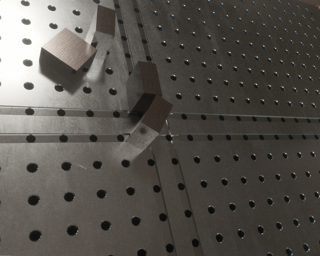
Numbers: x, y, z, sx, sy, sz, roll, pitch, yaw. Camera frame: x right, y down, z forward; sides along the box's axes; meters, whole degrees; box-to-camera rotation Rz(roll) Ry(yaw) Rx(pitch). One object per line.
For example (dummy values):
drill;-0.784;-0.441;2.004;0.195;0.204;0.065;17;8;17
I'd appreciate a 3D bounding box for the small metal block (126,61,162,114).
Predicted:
small metal block;-0.023;-0.052;0.413;0.025;0.050;0.050;4;60;-27

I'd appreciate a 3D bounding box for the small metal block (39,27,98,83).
small metal block;-0.119;-0.096;0.403;0.050;0.025;0.050;35;51;-6

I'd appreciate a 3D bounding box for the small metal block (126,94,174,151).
small metal block;-0.013;-0.006;0.390;0.025;0.050;0.050;33;51;-8

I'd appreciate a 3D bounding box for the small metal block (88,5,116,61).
small metal block;-0.082;-0.131;0.429;0.025;0.050;0.050;11;57;-23
